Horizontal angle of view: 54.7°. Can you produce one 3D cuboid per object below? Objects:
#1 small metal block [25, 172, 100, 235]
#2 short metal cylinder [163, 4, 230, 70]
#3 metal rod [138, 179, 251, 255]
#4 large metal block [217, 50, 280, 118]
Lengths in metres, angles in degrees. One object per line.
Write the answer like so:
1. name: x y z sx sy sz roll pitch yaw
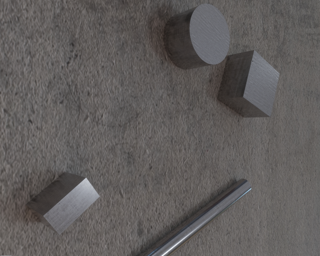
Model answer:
1. small metal block: -0.097 0.072 0.307 0.050 0.050 0.025 -43 116 -31
2. short metal cylinder: 0.052 -0.125 0.431 0.081 0.050 0.080 0 90 -40
3. metal rod: 0.034 0.146 0.433 0.302 0.025 0.025 -24 106 -37
4. large metal block: 0.147 -0.069 0.511 0.080 0.050 0.080 27 74 -37
